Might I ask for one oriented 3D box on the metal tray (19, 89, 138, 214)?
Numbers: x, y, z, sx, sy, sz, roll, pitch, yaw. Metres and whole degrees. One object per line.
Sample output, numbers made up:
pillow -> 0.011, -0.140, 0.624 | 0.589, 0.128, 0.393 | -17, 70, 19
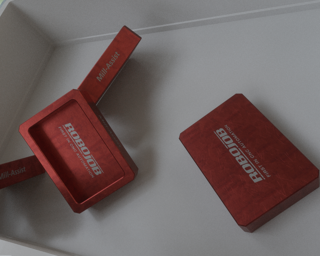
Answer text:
metal tray -> -0.099, 0.028, 0.386 | 0.090, 0.030, 0.130 | -33, 92, 6

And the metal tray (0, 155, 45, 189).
metal tray -> -0.235, 0.070, 0.420 | 0.090, 0.130, 0.030 | -16, 91, 19

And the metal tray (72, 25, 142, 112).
metal tray -> -0.083, -0.079, 0.458 | 0.130, 0.030, 0.090 | -58, 11, -13

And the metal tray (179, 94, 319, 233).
metal tray -> 0.090, 0.032, 0.335 | 0.090, 0.030, 0.130 | -36, 51, 4
